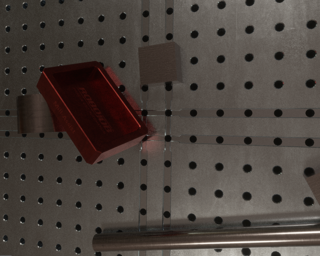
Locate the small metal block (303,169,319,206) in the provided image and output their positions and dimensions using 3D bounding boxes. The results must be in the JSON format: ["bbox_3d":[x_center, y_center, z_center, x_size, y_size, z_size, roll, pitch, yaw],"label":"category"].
[{"bbox_3d":[0.197,0.067,0.343,0.050,0.025,0.050,-28,81,17],"label":"small metal block"}]

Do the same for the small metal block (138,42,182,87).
[{"bbox_3d":[0.001,-0.083,0.412,0.050,0.025,0.050,-4,89,19],"label":"small metal block"}]

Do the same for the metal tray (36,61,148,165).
[{"bbox_3d":[-0.086,-0.026,0.405,0.130,0.091,0.030,54,132,12],"label":"metal tray"}]

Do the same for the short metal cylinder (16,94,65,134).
[{"bbox_3d":[-0.158,-0.018,0.437,0.080,0.080,0.050,-3,89,19],"label":"short metal cylinder"}]

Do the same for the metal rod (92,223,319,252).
[{"bbox_3d":[0.050,0.141,0.394,0.301,0.025,0.025,-9,87,19],"label":"metal rod"}]
